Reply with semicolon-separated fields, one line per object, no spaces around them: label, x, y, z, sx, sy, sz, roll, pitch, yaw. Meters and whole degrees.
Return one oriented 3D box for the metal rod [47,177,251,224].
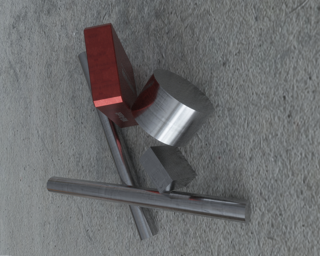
metal rod;-0.036;0.088;0.404;0.300;0.025;0.025;0;90;30

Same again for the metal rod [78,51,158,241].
metal rod;-0.068;0.015;0.461;0.025;0.025;0.299;-34;69;35

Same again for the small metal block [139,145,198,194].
small metal block;0.010;0.049;0.380;0.025;0.050;0.050;-50;61;28

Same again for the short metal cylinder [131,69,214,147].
short metal cylinder;0.014;-0.024;0.357;0.080;0.081;0.050;50;120;28

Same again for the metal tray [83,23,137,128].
metal tray;-0.054;-0.056;0.382;0.030;0.130;0.090;-11;79;4
